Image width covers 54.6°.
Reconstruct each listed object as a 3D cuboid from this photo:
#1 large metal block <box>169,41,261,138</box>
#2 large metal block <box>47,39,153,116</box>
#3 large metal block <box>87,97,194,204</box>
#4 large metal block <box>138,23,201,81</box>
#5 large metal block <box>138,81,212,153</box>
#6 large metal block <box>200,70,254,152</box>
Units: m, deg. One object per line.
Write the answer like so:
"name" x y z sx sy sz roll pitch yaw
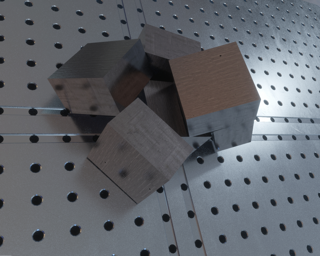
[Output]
"large metal block" 0.061 -0.044 0.362 0.080 0.050 0.080 -15 64 2
"large metal block" -0.067 -0.060 0.365 0.080 0.080 0.050 -58 140 -39
"large metal block" -0.024 0.027 0.341 0.080 0.080 0.050 43 50 1
"large metal block" 0.002 -0.085 0.426 0.081 0.080 0.050 12 57 -21
"large metal block" 0.011 -0.013 0.405 0.081 0.050 0.080 1 61 -28
"large metal block" 0.088 -0.023 0.423 0.050 0.080 0.080 -17 65 6
